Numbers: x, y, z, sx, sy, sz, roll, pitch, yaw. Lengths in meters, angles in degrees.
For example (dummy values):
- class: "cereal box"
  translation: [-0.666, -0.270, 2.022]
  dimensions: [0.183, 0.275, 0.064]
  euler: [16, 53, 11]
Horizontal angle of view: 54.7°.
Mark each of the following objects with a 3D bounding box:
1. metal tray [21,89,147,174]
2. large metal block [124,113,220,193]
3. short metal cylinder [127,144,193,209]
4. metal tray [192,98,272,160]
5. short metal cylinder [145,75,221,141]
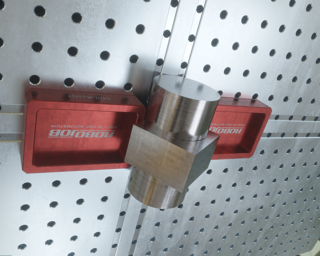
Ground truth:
- class: "metal tray"
  translation: [-0.089, 0.005, 0.362]
  dimensions: [0.131, 0.030, 0.089]
  euler: [1, 118, -29]
- class: "large metal block"
  translation: [0.017, 0.024, 0.381]
  dimensions: [0.080, 0.080, 0.050]
  euler: [-26, 137, -57]
- class: "short metal cylinder"
  translation: [0.001, 0.062, 0.414]
  dimensions: [0.081, 0.080, 0.050]
  euler: [2, 118, -29]
- class: "metal tray"
  translation: [0.096, 0.002, 0.461]
  dimensions: [0.131, 0.030, 0.089]
  euler: [1, 118, -29]
- class: "short metal cylinder"
  translation: [0.026, -0.026, 0.373]
  dimensions: [0.081, 0.080, 0.050]
  euler: [1, 118, -29]
